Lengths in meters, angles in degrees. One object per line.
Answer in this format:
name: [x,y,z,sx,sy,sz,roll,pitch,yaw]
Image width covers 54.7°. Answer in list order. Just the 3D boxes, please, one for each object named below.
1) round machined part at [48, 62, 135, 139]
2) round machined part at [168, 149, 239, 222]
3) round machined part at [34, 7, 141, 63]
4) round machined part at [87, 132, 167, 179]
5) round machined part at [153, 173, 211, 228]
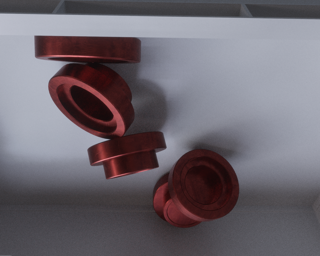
round machined part: [-0.071,-0.035,0.350,0.098,0.042,0.097,21,147,15]
round machined part: [0.058,0.082,0.438,0.099,0.098,0.042,14,151,-12]
round machined part: [-0.068,-0.086,0.297,0.099,0.098,0.042,1,99,-2]
round machined part: [-0.039,0.038,0.394,0.099,0.042,0.098,-13,171,-2]
round machined part: [0.038,0.117,0.484,0.099,0.042,0.097,-1,117,-2]
